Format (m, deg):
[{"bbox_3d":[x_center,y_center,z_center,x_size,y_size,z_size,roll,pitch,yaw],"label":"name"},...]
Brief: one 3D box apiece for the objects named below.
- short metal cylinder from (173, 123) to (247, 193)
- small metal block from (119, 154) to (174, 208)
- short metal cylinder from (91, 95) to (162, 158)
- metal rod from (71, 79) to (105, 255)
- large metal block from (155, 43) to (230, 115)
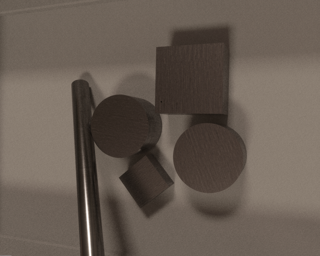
[{"bbox_3d":[0.062,0.034,0.375,0.080,0.050,0.079,0,90,19],"label":"short metal cylinder"},{"bbox_3d":[-0.018,0.070,0.416,0.050,0.025,0.050,-40,78,15],"label":"small metal block"},{"bbox_3d":[-0.043,-0.002,0.411,0.080,0.050,0.079,0,90,19],"label":"short metal cylinder"},{"bbox_3d":[-0.088,0.063,0.375,0.025,0.025,0.299,-24,57,18],"label":"metal rod"},{"bbox_3d":[0.041,-0.057,0.382,0.080,0.050,0.079,1,91,19],"label":"large metal block"}]
